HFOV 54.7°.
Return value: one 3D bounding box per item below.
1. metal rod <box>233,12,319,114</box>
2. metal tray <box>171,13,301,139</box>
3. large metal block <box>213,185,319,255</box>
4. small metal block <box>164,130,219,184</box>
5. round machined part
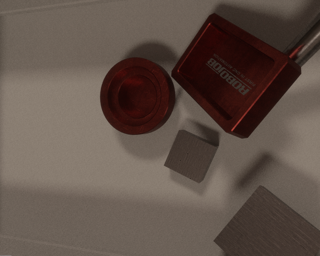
[{"bbox_3d":[0.164,-0.108,0.281,0.025,0.025,0.298,48,132,13],"label":"metal rod"},{"bbox_3d":[0.074,-0.062,0.342,0.090,0.030,0.130,-55,43,18],"label":"metal tray"},{"bbox_3d":[0.121,0.121,0.342,0.080,0.050,0.080,40,95,25],"label":"large metal block"},{"bbox_3d":[0.040,0.035,0.396,0.050,0.025,0.050,25,98,18],"label":"small metal block"},{"bbox_3d":[-0.026,-0.040,0.408,0.098,0.042,0.097,1,92,22],"label":"round machined part"}]
